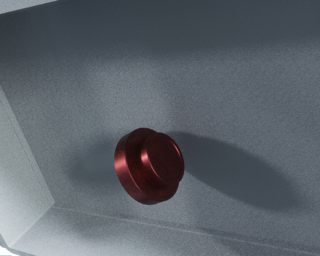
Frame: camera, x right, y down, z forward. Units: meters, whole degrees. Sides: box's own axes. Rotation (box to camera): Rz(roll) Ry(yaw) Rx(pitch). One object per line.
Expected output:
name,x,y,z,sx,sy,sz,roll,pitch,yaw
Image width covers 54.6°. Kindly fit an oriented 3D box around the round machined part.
round machined part,-0.006,0.044,0.393,0.042,0.098,0.098,-28,103,35
